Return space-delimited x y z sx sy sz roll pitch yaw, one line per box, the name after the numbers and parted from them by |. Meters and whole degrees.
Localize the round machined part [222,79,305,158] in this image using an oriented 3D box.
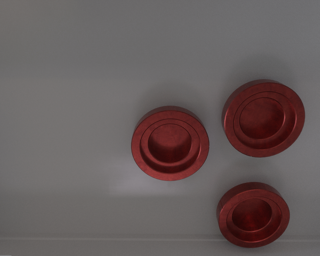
0.128 -0.015 0.398 0.099 0.042 0.097 0 110 0 | round machined part

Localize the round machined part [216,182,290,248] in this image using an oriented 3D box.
0.130 0.120 0.447 0.099 0.042 0.097 0 110 0 | round machined part

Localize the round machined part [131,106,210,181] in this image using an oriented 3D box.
0.013 0.017 0.408 0.099 0.042 0.097 0 110 0 | round machined part
